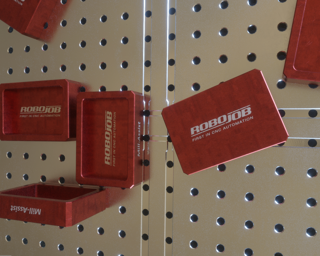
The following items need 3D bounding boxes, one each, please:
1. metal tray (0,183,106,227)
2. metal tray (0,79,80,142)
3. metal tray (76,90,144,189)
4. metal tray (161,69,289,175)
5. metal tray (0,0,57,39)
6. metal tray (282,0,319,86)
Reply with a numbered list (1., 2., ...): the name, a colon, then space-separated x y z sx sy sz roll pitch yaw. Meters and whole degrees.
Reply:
1. metal tray: -0.154 0.103 0.433 0.130 0.090 0.030 1 90 20
2. metal tray: -0.186 -0.025 0.476 0.130 0.030 0.090 0 90 20
3. metal tray: -0.071 0.015 0.435 0.090 0.030 0.129 1 90 20
4. metal tray: 0.077 -0.005 0.383 0.130 0.030 0.090 -23 83 18
5. metal tray: -0.229 -0.212 0.492 0.130 0.030 0.090 34 101 16
6. metal tray: 0.194 -0.112 0.341 0.090 0.030 0.129 11 94 19
